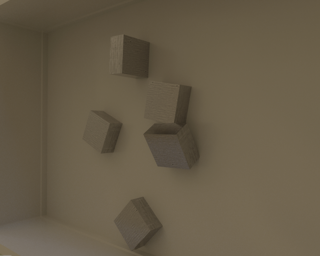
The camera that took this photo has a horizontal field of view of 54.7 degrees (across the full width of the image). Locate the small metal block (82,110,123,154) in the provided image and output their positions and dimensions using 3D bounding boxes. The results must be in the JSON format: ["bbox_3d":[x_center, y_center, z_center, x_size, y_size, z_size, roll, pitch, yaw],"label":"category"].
[{"bbox_3d":[-0.090,0.005,0.482,0.050,0.025,0.050,31,109,36],"label":"small metal block"}]

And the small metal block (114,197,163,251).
[{"bbox_3d":[-0.031,0.133,0.433,0.050,0.025,0.050,52,120,27],"label":"small metal block"}]

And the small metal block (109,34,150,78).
[{"bbox_3d":[-0.041,-0.096,0.425,0.025,0.050,0.050,5,93,40],"label":"small metal block"}]

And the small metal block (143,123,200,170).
[{"bbox_3d":[0.014,0.022,0.380,0.050,0.025,0.050,0,122,40],"label":"small metal block"}]

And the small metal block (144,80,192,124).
[{"bbox_3d":[0.009,-0.033,0.399,0.050,0.025,0.050,15,99,39],"label":"small metal block"}]
